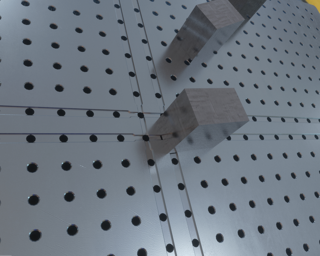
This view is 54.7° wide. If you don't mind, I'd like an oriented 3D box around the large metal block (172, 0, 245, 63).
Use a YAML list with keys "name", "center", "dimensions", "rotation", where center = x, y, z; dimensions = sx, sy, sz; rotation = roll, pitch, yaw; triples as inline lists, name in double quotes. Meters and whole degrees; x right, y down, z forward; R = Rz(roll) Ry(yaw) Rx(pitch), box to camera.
- name: "large metal block"
  center: [0.080, -0.163, 0.518]
  dimensions: [0.081, 0.080, 0.050]
  rotation: [-30, 79, -38]

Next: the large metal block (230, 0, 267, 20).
- name: "large metal block"
  center: [0.178, -0.288, 0.648]
  dimensions: [0.050, 0.080, 0.080]
  rotation: [-9, 67, -32]

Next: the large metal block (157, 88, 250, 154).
- name: "large metal block"
  center: [0.054, -0.009, 0.410]
  dimensions: [0.081, 0.080, 0.050]
  rotation: [-5, 65, -31]
